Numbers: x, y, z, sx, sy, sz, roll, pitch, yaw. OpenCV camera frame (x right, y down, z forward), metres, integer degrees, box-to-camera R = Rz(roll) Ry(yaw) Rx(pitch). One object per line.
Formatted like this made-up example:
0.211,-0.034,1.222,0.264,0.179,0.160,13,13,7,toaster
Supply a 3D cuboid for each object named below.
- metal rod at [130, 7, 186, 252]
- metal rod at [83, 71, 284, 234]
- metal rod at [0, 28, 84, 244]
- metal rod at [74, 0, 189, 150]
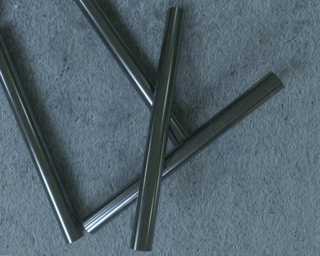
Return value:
0.000,-0.009,0.379,0.025,0.025,0.299,9,78,0,metal rod
0.022,0.036,0.386,0.300,0.025,0.025,-39,90,9,metal rod
-0.168,0.008,0.408,0.025,0.025,0.299,-22,90,0,metal rod
-0.045,-0.091,0.409,0.025,0.025,0.299,-35,90,0,metal rod
